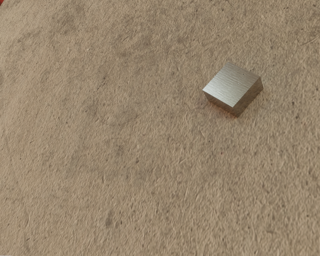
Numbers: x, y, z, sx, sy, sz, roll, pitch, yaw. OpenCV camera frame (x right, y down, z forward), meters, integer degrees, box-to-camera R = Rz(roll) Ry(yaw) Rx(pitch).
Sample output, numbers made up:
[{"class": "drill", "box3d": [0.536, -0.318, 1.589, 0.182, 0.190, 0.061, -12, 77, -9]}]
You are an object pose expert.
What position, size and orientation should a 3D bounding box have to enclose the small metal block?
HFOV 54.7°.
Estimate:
[{"class": "small metal block", "box3d": [0.091, -0.048, 0.386, 0.050, 0.025, 0.050, -48, 51, -6]}]
